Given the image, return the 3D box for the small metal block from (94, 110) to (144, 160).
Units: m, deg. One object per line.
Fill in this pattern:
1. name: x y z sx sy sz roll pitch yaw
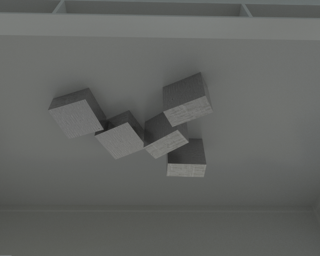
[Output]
1. small metal block: -0.051 0.010 0.417 0.050 0.025 0.050 -22 127 17

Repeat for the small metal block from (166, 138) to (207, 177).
1. small metal block: 0.034 0.040 0.427 0.050 0.050 0.025 2 130 -2

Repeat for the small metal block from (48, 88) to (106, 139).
1. small metal block: -0.103 -0.018 0.393 0.050 0.025 0.050 -15 129 12

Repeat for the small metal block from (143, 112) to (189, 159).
1. small metal block: 0.007 0.005 0.397 0.050 0.050 0.025 -28 125 22

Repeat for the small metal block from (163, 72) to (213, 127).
1. small metal block: 0.031 -0.034 0.364 0.050 0.050 0.025 -20 127 16
